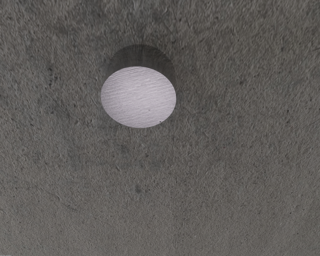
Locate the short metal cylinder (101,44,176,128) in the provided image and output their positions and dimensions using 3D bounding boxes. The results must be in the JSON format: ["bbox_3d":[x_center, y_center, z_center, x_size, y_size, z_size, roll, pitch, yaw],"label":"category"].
[{"bbox_3d":[-0.023,-0.047,0.351,0.080,0.050,0.080,0,130,0],"label":"short metal cylinder"}]
